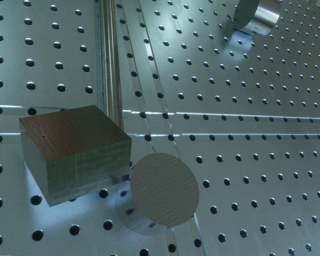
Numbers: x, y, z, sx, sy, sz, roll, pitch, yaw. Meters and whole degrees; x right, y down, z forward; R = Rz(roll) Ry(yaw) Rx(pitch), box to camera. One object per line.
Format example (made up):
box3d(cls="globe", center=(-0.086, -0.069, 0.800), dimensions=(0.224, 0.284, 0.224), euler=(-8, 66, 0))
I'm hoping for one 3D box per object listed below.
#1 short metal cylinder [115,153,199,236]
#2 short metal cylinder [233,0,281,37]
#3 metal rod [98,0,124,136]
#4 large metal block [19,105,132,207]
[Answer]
box3d(cls="short metal cylinder", center=(-0.004, 0.074, 0.345), dimensions=(0.081, 0.050, 0.080), euler=(14, 56, -21))
box3d(cls="short metal cylinder", center=(0.191, -0.227, 0.614), dimensions=(0.050, 0.080, 0.080), euler=(14, 56, -21))
box3d(cls="metal rod", center=(-0.071, -0.105, 0.433), dimensions=(0.025, 0.025, 0.299), euler=(7, 59, -25))
box3d(cls="large metal block", center=(-0.085, 0.022, 0.310), dimensions=(0.081, 0.050, 0.080), euler=(-14, 36, -34))
